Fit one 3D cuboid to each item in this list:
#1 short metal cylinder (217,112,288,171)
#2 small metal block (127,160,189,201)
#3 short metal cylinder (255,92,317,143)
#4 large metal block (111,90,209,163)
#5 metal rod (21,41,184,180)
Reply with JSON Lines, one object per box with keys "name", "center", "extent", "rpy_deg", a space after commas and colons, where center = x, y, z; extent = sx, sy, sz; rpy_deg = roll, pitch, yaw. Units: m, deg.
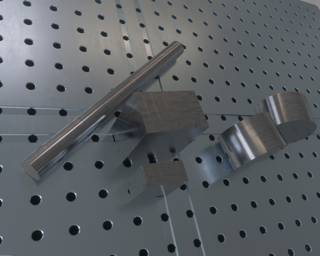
{"name": "short metal cylinder", "center": [0.127, 0.020, 0.430], "extent": [0.081, 0.080, 0.050], "rpy_deg": [-13, 69, -34]}
{"name": "small metal block", "center": [-0.004, 0.060, 0.354], "extent": [0.050, 0.050, 0.025], "rpy_deg": [-2, 63, -29]}
{"name": "short metal cylinder", "center": [0.196, -0.013, 0.487], "extent": [0.081, 0.080, 0.050], "rpy_deg": [10, 58, -23]}
{"name": "large metal block", "center": [-0.003, -0.001, 0.372], "extent": [0.081, 0.080, 0.050], "rpy_deg": [-6, 65, -31]}
{"name": "metal rod", "center": [-0.051, -0.043, 0.406], "extent": [0.025, 0.025, 0.301], "rpy_deg": [42, 51, 0]}
